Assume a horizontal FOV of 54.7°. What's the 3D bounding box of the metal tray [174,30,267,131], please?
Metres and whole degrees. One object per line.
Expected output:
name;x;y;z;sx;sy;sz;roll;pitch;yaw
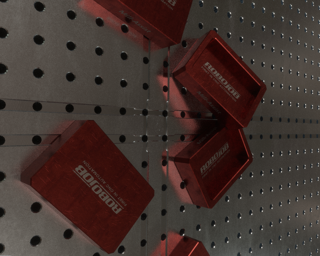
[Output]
metal tray;0.094;-0.070;0.464;0.130;0.030;0.090;42;63;-15

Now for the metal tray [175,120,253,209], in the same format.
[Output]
metal tray;0.089;0.049;0.483;0.131;0.030;0.090;-38;114;-34

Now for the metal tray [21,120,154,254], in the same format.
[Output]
metal tray;-0.073;0.065;0.347;0.090;0.030;0.130;-52;121;-28

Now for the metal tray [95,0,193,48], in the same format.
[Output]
metal tray;-0.018;-0.173;0.392;0.131;0.030;0.090;26;74;-37

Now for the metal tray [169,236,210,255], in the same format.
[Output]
metal tray;0.027;0.232;0.432;0.131;0.030;0.090;-43;117;-31
